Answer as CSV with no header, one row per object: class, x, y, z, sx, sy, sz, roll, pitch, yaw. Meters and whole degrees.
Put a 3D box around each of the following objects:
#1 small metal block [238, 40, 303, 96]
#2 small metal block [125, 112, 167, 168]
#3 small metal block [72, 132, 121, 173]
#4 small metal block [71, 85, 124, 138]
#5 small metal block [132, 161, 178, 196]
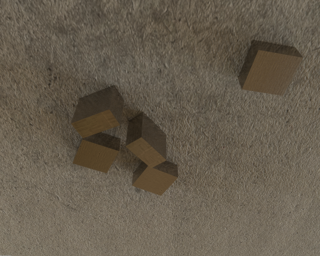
small metal block,0.123,-0.067,0.351,0.050,0.025,0.050,8,130,-7
small metal block,-0.017,0.016,0.404,0.025,0.050,0.050,-30,124,23
small metal block,-0.089,0.032,0.434,0.050,0.025,0.050,20,127,-16
small metal block,-0.074,-0.020,0.373,0.050,0.050,0.025,-19,128,15
small metal block,-0.008,0.071,0.468,0.050,0.025,0.050,24,126,-19
